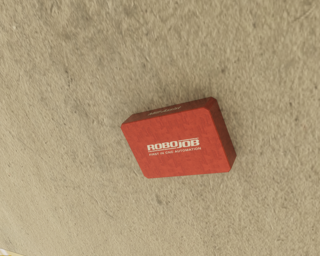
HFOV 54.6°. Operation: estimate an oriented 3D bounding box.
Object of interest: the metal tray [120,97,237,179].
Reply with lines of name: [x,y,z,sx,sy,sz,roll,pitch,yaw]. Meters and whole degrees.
metal tray: [0.022,0.017,0.403,0.130,0.030,0.090,-11,113,32]
